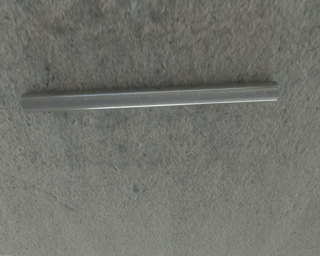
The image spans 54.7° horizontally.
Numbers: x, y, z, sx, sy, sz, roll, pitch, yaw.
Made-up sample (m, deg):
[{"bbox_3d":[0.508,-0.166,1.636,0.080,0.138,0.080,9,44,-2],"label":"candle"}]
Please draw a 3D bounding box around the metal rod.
[{"bbox_3d":[-0.013,-0.037,0.374,0.302,0.025,0.025,-3,130,1],"label":"metal rod"}]
